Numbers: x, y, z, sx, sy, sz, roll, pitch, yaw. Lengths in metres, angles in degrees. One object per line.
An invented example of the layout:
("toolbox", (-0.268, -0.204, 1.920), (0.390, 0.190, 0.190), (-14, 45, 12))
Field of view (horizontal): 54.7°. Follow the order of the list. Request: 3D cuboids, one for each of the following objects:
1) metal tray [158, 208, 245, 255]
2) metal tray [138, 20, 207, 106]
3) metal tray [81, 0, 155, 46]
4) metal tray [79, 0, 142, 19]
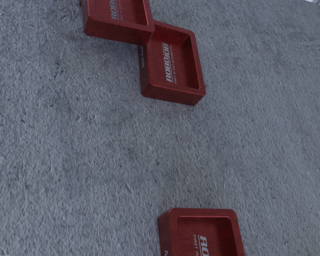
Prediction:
("metal tray", (0.050, 0.154, 0.332), (0.091, 0.030, 0.130), (8, 58, -24))
("metal tray", (0.015, -0.101, 0.469), (0.091, 0.030, 0.130), (8, 58, -24))
("metal tray", (-0.063, -0.181, 0.437), (0.091, 0.030, 0.130), (4, 60, -26))
("metal tray", (-0.086, -0.242, 0.501), (0.091, 0.030, 0.130), (2, 61, -27))
